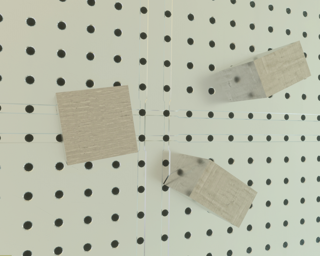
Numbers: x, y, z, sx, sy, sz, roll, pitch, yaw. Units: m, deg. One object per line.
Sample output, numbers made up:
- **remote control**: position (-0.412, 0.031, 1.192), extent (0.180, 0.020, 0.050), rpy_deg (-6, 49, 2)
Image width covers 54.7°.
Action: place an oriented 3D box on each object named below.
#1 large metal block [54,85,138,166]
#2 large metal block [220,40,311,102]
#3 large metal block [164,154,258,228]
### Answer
- **large metal block**: position (-0.077, -0.005, 0.371), extent (0.081, 0.050, 0.079), rpy_deg (-9, 93, -20)
- **large metal block**: position (0.147, -0.078, 0.439), extent (0.081, 0.080, 0.050), rpy_deg (-25, 99, -19)
- **large metal block**: position (0.064, 0.079, 0.409), extent (0.080, 0.080, 0.050), rpy_deg (35, 79, -17)
